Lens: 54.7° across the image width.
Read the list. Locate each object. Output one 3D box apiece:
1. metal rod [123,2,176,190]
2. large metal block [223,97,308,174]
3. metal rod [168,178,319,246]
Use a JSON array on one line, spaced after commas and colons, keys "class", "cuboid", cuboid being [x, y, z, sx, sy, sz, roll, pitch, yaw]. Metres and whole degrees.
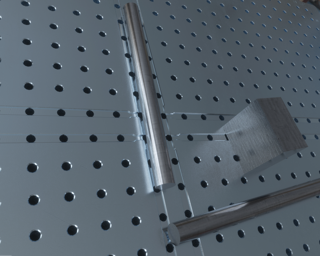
[{"class": "metal rod", "cuboid": [-0.020, -0.062, 0.436, 0.025, 0.025, 0.299, 3, 60, -27]}, {"class": "large metal block", "cuboid": [0.148, 0.011, 0.448, 0.050, 0.080, 0.080, -7, 65, -32]}, {"class": "metal rod", "cuboid": [0.144, 0.105, 0.423, 0.303, 0.025, 0.025, -6, 65, -31]}]
